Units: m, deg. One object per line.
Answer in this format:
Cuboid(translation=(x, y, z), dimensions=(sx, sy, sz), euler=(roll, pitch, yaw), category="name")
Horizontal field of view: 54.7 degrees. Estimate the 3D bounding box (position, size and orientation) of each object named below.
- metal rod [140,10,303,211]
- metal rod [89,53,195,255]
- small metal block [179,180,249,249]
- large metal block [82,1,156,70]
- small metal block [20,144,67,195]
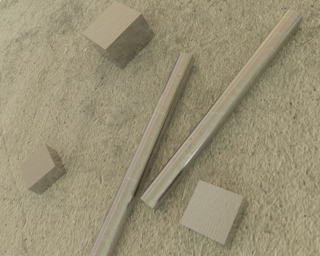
Cuboid(translation=(0.080, -0.028, 0.378), dimensions=(0.025, 0.025, 0.300), euler=(32, 79, 38), category="metal rod")
Cuboid(translation=(-0.018, 0.030, 0.393), dimensions=(0.025, 0.025, 0.300), euler=(11, 67, 32), category="metal rod")
Cuboid(translation=(0.056, 0.088, 0.320), dimensions=(0.050, 0.025, 0.050), euler=(16, 70, 34), category="small metal block")
Cuboid(translation=(-0.070, -0.156, 0.518), dimensions=(0.080, 0.050, 0.080), euler=(-47, 52, -5), category="large metal block")
Cuboid(translation=(-0.172, 0.060, 0.455), dimensions=(0.050, 0.025, 0.050), euler=(-41, 51, 0), category="small metal block")
